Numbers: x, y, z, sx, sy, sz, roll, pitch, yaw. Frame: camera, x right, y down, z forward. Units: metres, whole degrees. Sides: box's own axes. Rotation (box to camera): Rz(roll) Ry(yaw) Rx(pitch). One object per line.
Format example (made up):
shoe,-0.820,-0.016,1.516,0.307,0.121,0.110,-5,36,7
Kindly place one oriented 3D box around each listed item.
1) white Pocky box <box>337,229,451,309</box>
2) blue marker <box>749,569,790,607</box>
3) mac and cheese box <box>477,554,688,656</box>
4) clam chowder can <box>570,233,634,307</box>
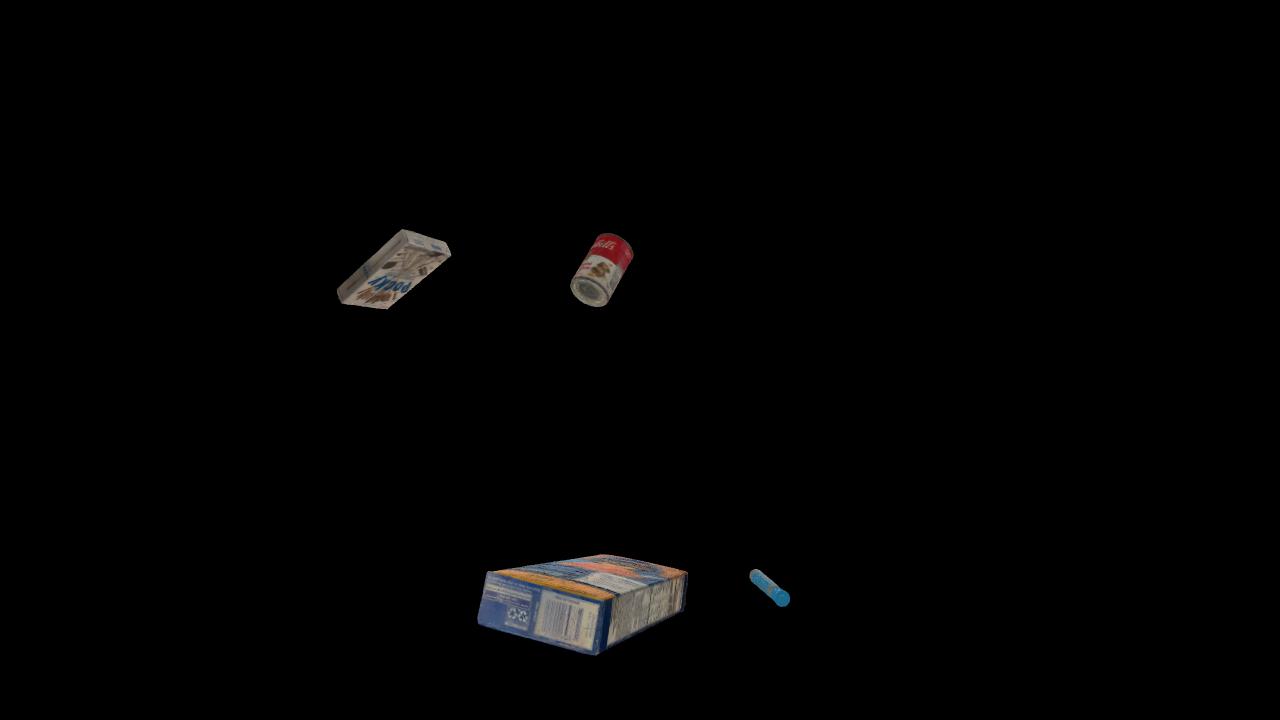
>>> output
white Pocky box,-0.356,-0.128,0.891,0.154,0.028,0.084,-33,-16,22
blue marker,0.163,0.287,0.776,0.020,0.020,0.121,0,-7,-5
mac and cheese box,-0.033,0.183,0.481,0.093,0.041,0.184,3,-11,22
clam chowder can,-0.060,-0.142,0.979,0.068,0.102,0.068,19,-30,11
